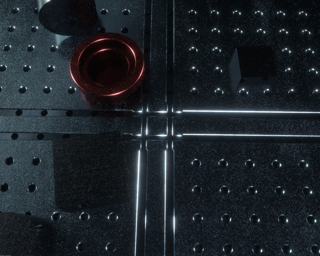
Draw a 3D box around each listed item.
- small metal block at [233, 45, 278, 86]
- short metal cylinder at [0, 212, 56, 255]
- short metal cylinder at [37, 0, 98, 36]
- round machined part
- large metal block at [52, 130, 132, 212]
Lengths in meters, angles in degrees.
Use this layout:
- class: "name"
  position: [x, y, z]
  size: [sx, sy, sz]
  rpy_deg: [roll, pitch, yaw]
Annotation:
- class: "small metal block"
  position: [0.136, -0.089, 0.445]
  size: [0.050, 0.025, 0.050]
  rpy_deg: [-3, 70, -1]
- class: "short metal cylinder"
  position: [-0.165, 0.137, 0.347]
  size: [0.081, 0.050, 0.080]
  rpy_deg: [0, 70, 0]
- class: "short metal cylinder"
  position: [-0.134, -0.179, 0.447]
  size: [0.081, 0.080, 0.050]
  rpy_deg: [-12, 71, -4]
- class: "round machined part"
  position: [-0.071, -0.080, 0.431]
  size: [0.099, 0.042, 0.098]
  rpy_deg: [0, 70, 0]
- class: "large metal block"
  position: [-0.081, 0.054, 0.378]
  size: [0.081, 0.050, 0.080]
  rpy_deg: [-9, 70, -3]
